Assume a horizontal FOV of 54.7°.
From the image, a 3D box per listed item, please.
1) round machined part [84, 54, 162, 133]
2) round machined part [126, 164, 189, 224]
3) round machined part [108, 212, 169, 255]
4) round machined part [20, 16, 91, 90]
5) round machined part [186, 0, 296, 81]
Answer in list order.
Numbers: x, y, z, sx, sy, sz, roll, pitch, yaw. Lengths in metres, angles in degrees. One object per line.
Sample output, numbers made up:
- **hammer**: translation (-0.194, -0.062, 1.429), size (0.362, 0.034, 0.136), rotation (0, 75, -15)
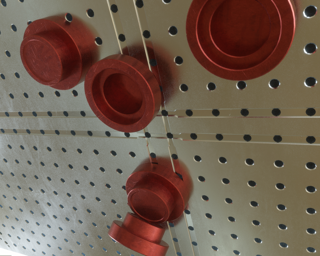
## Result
- **round machined part**: translation (-0.043, -0.046, 0.393), size (0.098, 0.042, 0.097), rotation (13, 124, 20)
- **round machined part**: translation (-0.010, 0.106, 0.469), size (0.098, 0.042, 0.097), rotation (13, 124, 20)
- **round machined part**: translation (-0.030, 0.168, 0.497), size (0.098, 0.042, 0.098), rotation (23, 168, 5)
- **round machined part**: translation (-0.146, -0.096, 0.416), size (0.098, 0.042, 0.097), rotation (13, 124, 20)
- **round machined part**: translation (0.078, -0.098, 0.298), size (0.098, 0.042, 0.097), rotation (13, 124, 20)
